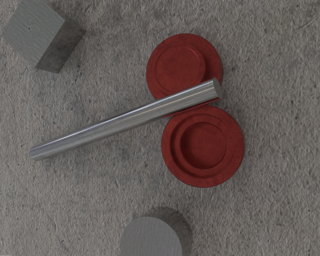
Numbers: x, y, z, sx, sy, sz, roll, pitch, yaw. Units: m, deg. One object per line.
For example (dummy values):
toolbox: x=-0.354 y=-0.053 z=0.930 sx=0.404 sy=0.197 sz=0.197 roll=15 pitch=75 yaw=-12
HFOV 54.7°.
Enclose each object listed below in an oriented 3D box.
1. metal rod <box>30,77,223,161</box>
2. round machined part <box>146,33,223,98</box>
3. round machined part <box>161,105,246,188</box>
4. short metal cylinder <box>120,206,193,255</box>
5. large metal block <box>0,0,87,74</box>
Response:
metal rod: x=-0.063 y=-0.002 z=0.406 sx=0.300 sy=0.025 sz=0.025 roll=-18 pitch=84 yaw=28
round machined part: x=0.028 y=-0.071 z=0.390 sx=0.098 sy=0.042 sz=0.097 roll=0 pitch=90 yaw=20
round machined part: x=0.055 y=0.021 z=0.381 sx=0.098 sy=0.042 sz=0.097 roll=0 pitch=90 yaw=20
short metal cylinder: x=-0.003 y=0.147 z=0.397 sx=0.080 sy=0.050 sz=0.079 roll=0 pitch=90 yaw=20
large metal block: x=-0.171 y=-0.139 z=0.456 sx=0.080 sy=0.050 sz=0.080 roll=42 pitch=103 yaw=15
